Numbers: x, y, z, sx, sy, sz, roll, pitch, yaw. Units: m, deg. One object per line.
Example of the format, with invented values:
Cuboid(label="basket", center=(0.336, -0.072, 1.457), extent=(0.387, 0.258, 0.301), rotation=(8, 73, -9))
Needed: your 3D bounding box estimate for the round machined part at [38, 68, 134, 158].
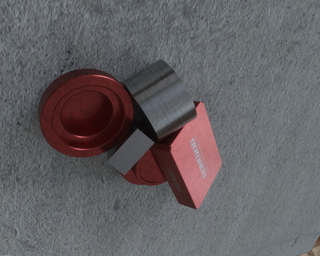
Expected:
Cuboid(label="round machined part", center=(-0.082, -0.019, 0.341), extent=(0.099, 0.042, 0.097), rotation=(-14, 125, -21))

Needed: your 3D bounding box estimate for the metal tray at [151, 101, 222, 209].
Cuboid(label="metal tray", center=(0.042, 0.038, 0.424), extent=(0.090, 0.030, 0.130), rotation=(-54, 137, -32))

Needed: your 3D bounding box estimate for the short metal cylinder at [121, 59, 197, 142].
Cuboid(label="short metal cylinder", center=(-0.002, -0.031, 0.355), extent=(0.050, 0.080, 0.080), rotation=(-33, 129, -7))

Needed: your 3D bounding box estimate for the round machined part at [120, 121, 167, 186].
Cuboid(label="round machined part", center=(-0.009, 0.038, 0.418), extent=(0.099, 0.042, 0.097), rotation=(-14, 125, -21))

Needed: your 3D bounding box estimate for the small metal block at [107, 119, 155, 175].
Cuboid(label="small metal block", center=(-0.035, 0.021, 0.364), extent=(0.025, 0.050, 0.050), rotation=(41, 95, -15))
